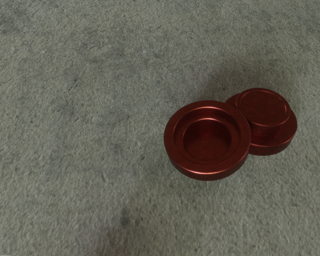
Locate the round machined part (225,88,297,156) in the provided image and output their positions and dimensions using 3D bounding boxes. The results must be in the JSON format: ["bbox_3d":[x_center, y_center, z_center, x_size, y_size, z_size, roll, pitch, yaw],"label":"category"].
[{"bbox_3d":[0.130,-0.015,0.407,0.099,0.042,0.098,0,50,0],"label":"round machined part"}]

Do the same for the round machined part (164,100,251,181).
[{"bbox_3d":[0.056,0.018,0.369,0.098,0.042,0.098,-5,57,8],"label":"round machined part"}]
